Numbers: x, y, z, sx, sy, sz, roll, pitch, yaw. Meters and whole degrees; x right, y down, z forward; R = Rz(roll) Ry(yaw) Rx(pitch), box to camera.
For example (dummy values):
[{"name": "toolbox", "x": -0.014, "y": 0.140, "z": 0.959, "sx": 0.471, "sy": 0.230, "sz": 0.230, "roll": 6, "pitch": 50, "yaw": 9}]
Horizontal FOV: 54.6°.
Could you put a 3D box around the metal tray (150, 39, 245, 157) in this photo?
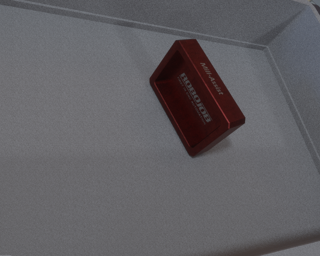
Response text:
[{"name": "metal tray", "x": 0.043, "y": -0.039, "z": 0.406, "sx": 0.030, "sy": 0.090, "sz": 0.130, "roll": -17, "pitch": 71, "yaw": -36}]
